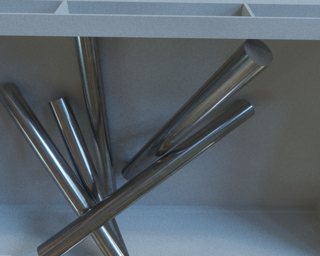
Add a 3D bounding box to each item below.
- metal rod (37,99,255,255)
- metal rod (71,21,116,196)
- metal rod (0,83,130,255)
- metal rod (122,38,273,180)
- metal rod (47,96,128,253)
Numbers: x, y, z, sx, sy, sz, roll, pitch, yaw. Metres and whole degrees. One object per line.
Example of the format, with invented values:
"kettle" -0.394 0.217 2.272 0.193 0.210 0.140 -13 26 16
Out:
"metal rod" -0.011 0.060 0.372 0.301 0.025 0.025 -35 126 -7
"metal rod" -0.080 0.008 0.414 0.025 0.025 0.298 0 130 -1
"metal rod" -0.107 0.079 0.384 0.025 0.025 0.299 -30 96 22
"metal rod" 0.013 0.006 0.345 0.025 0.025 0.299 19 149 -16
"metal rod" -0.080 0.103 0.412 0.025 0.025 0.298 -15 103 12
